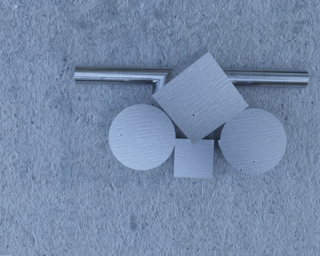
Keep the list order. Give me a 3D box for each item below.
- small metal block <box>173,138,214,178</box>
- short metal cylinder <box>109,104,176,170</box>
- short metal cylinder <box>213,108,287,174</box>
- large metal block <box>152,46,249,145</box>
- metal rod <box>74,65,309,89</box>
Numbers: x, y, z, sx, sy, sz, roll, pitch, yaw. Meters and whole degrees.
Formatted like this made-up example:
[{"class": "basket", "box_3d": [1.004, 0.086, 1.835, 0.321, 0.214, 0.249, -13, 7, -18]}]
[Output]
[{"class": "small metal block", "box_3d": [0.044, 0.039, 0.412, 0.050, 0.025, 0.050, 2, 90, 0]}, {"class": "short metal cylinder", "box_3d": [-0.021, 0.011, 0.398, 0.081, 0.050, 0.079, 0, 90, 0]}, {"class": "short metal cylinder", "box_3d": [0.113, 0.016, 0.399, 0.081, 0.050, 0.079, 0, 90, 0]}, {"class": "large metal block", "box_3d": [0.047, -0.041, 0.381, 0.080, 0.050, 0.080, -37, 107, 13]}, {"class": "metal rod", "box_3d": [0.041, -0.068, 0.411, 0.302, 0.025, 0.025, 1, 90, 0]}]
